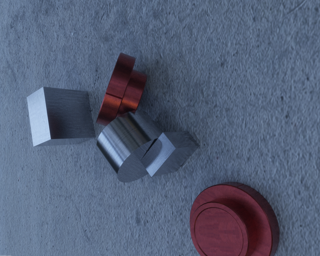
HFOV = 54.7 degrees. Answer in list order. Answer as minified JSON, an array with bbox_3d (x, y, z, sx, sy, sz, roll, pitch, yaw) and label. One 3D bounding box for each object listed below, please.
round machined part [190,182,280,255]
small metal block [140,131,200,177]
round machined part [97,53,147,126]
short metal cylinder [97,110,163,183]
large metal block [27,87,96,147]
[{"bbox_3d":[0.072,0.110,0.333,0.098,0.042,0.097,0,90,39],"label":"round machined part"},{"bbox_3d":[0.013,0.031,0.376,0.025,0.050,0.050,52,120,26],"label":"small metal block"},{"bbox_3d":[-0.048,-0.046,0.409,0.098,0.042,0.098,-160,89,-80],"label":"round machined part"},{"bbox_3d":[-0.032,0.024,0.393,0.050,0.081,0.080,49,119,27],"label":"short metal cylinder"},{"bbox_3d":[-0.157,-0.016,0.496,0.050,0.081,0.080,-19,78,38],"label":"large metal block"}]
